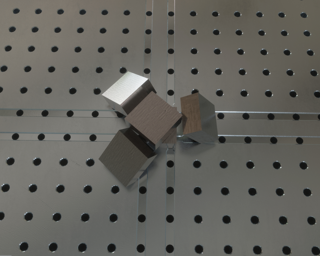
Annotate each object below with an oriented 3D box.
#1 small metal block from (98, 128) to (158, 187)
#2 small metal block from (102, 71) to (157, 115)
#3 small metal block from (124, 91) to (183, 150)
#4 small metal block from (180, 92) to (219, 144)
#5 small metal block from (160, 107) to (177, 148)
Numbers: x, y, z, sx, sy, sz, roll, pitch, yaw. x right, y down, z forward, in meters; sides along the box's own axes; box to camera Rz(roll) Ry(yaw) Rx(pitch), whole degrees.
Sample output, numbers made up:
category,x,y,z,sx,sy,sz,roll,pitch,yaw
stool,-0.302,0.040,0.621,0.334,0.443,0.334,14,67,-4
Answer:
category,x,y,z,sx,sy,sz,roll,pitch,yaw
small metal block,-0.040,0.036,0.385,0.050,0.025,0.050,43,113,14
small metal block,-0.041,-0.046,0.415,0.050,0.025,0.050,-45,40,-15
small metal block,-0.008,-0.009,0.388,0.050,0.025,0.050,40,74,12
small metal block,0.051,-0.011,0.400,0.025,0.050,0.050,-15,67,30
small metal block,-0.003,-0.001,0.412,0.050,0.025,0.050,1,73,0
